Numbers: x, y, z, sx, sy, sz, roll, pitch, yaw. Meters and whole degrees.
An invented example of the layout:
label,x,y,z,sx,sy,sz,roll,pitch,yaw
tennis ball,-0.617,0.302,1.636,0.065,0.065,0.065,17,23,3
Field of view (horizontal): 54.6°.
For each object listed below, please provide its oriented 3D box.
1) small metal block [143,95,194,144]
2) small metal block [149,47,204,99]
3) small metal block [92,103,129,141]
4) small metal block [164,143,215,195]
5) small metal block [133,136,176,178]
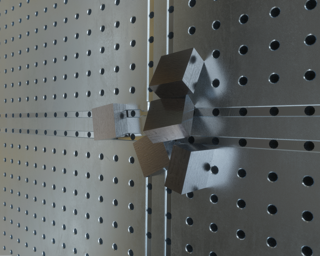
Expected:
label,x,y,z,sx,sy,sz,roll,pitch,yaw
small metal block,0.012,-0.012,0.378,0.050,0.025,0.050,-11,46,27
small metal block,0.020,-0.066,0.379,0.050,0.025,0.050,-4,55,40
small metal block,-0.077,-0.008,0.474,0.050,0.025,0.050,-10,84,39
small metal block,0.035,0.046,0.365,0.025,0.050,0.050,19,102,38
small metal block,-0.004,0.033,0.414,0.050,0.025,0.050,-32,70,35
